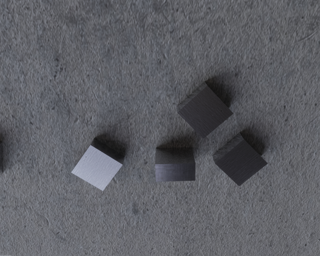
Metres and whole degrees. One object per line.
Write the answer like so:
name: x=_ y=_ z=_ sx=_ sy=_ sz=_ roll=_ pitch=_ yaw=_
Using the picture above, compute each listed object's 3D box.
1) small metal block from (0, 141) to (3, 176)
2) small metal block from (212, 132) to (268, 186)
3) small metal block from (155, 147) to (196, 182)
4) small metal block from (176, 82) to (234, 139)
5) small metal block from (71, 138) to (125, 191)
small metal block: x=-0.247 y=0.043 z=0.423 sx=0.050 sy=0.025 sz=0.050 roll=9 pitch=110 yaw=-4
small metal block: x=0.109 y=0.043 z=0.427 sx=0.050 sy=0.025 sz=0.050 roll=-43 pitch=105 yaw=14
small metal block: x=0.020 y=0.048 z=0.414 sx=0.050 sy=0.050 sz=0.025 roll=-2 pitch=110 yaw=0
small metal block: x=0.057 y=-0.023 z=0.402 sx=0.050 sy=0.025 sz=0.050 roll=-42 pitch=105 yaw=14
small metal block: x=-0.085 y=0.050 z=0.427 sx=0.050 sy=0.025 sz=0.050 roll=34 pitch=106 yaw=-12
